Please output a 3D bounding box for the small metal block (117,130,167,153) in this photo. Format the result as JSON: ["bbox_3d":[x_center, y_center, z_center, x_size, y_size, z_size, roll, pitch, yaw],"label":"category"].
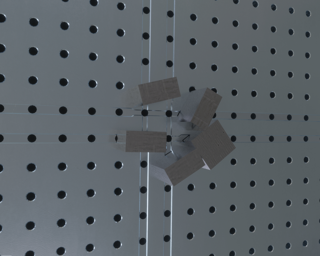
[{"bbox_3d":[-0.024,0.016,0.390,0.050,0.050,0.025,2,90,-20],"label":"small metal block"}]

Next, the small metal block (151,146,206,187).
[{"bbox_3d":[0.023,0.048,0.408,0.050,0.050,0.025,-31,100,-17],"label":"small metal block"}]

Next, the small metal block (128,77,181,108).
[{"bbox_3d":[-0.008,-0.045,0.396,0.050,0.050,0.025,-15,95,-19],"label":"small metal block"}]

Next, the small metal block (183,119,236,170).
[{"bbox_3d":[0.070,0.023,0.438,0.050,0.025,0.050,-38,102,-16],"label":"small metal block"}]

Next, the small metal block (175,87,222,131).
[{"bbox_3d":[0.051,-0.024,0.418,0.025,0.050,0.050,30,80,-18],"label":"small metal block"}]
